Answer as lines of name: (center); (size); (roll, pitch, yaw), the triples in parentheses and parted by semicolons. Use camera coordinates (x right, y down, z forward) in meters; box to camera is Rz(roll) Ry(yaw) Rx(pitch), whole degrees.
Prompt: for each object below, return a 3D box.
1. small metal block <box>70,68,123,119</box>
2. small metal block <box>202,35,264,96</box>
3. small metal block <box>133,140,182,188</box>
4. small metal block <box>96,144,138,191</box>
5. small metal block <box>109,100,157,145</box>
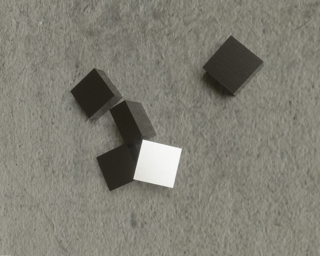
small metal block: (-0.090, -0.048, 0.439); (0.050, 0.025, 0.050); (-40, 78, 15)
small metal block: (0.089, -0.075, 0.377); (0.050, 0.025, 0.050); (45, 103, 14)
small metal block: (-0.004, 0.045, 0.395); (0.050, 0.025, 0.050); (14, 84, -6)
small metal block: (-0.052, 0.053, 0.426); (0.050, 0.025, 0.050); (-26, 82, 17)
small metal block: (-0.034, -0.007, 0.407); (0.025, 0.050, 0.050); (-29, 81, 18)
